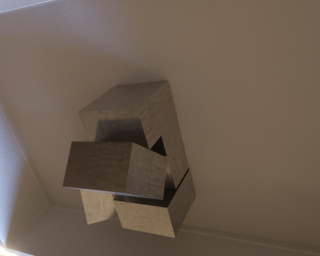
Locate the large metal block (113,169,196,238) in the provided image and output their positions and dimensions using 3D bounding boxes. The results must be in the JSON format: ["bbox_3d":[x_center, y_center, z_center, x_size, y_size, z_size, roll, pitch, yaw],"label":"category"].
[{"bbox_3d":[-0.005,0.098,0.432,0.080,0.080,0.050,1,119,27],"label":"large metal block"}]

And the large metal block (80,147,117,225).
[{"bbox_3d":[-0.092,0.079,0.456,0.050,0.080,0.079,-11,123,-15],"label":"large metal block"}]

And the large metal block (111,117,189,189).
[{"bbox_3d":[-0.014,0.032,0.419,0.080,0.050,0.080,-1,118,28],"label":"large metal block"}]

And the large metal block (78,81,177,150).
[{"bbox_3d":[-0.036,-0.016,0.378,0.080,0.080,0.050,-1,118,28],"label":"large metal block"}]

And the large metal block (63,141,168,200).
[{"bbox_3d":[-0.047,0.049,0.352,0.080,0.080,0.050,-1,73,28],"label":"large metal block"}]
